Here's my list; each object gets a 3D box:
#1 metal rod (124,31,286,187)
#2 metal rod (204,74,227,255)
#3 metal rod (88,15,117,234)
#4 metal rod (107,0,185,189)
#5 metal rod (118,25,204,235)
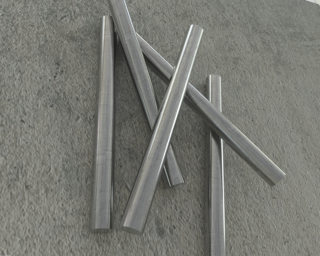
[{"bbox_3d":[0.049,-0.038,0.428,0.300,0.025,0.025,46,51,13],"label":"metal rod"},{"bbox_3d":[0.073,0.047,0.413,0.025,0.025,0.300,18,55,-18],"label":"metal rod"},{"bbox_3d":[-0.067,-0.027,0.383,0.025,0.025,0.299,10,57,-23],"label":"metal rod"},{"bbox_3d":[-0.026,-0.068,0.413,0.025,0.025,0.299,-8,71,-32],"label":"metal rod"},{"bbox_3d":[0.012,-0.021,0.379,0.025,0.025,0.300,26,57,-12],"label":"metal rod"}]
